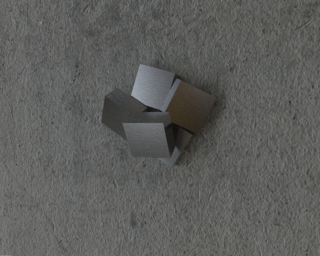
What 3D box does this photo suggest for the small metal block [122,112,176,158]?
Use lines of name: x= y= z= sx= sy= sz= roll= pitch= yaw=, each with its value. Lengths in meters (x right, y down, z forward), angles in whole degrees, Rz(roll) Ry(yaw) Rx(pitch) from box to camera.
small metal block: x=-0.012 y=0.008 z=0.375 sx=0.050 sy=0.025 sz=0.050 roll=0 pitch=123 yaw=19

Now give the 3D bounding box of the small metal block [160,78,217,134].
small metal block: x=0.034 y=-0.028 z=0.386 sx=0.050 sy=0.025 sz=0.050 roll=24 pitch=99 yaw=-16

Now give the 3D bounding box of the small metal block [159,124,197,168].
small metal block: x=0.011 y=0.016 z=0.406 sx=0.050 sy=0.025 sz=0.050 roll=34 pitch=101 yaw=16

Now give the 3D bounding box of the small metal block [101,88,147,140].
small metal block: x=-0.049 y=-0.017 z=0.414 sx=0.050 sy=0.025 sz=0.050 roll=35 pitch=137 yaw=15

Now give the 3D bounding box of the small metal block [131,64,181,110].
small metal block: x=-0.006 y=-0.053 z=0.412 sx=0.050 sy=0.025 sz=0.050 roll=18 pitch=96 yaw=18
